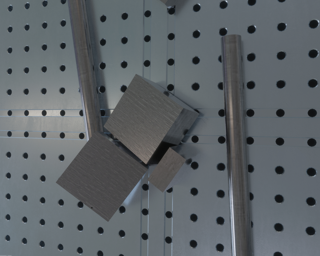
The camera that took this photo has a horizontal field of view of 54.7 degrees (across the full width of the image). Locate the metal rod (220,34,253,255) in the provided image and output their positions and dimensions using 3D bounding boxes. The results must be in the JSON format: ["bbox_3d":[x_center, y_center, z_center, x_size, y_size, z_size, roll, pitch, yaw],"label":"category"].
[{"bbox_3d":[0.094,0.038,0.379,0.025,0.025,0.298,-3,89,20],"label":"metal rod"}]

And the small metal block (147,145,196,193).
[{"bbox_3d":[0.016,0.050,0.394,0.025,0.050,0.050,37,102,16],"label":"small metal block"}]

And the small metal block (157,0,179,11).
[{"bbox_3d":[0.008,-0.194,0.410,0.050,0.025,0.050,42,103,15],"label":"small metal block"}]

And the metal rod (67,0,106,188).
[{"bbox_3d":[-0.105,-0.065,0.449,0.025,0.025,0.298,-10,87,20],"label":"metal rod"}]

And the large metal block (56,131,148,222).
[{"bbox_3d":[-0.071,0.060,0.405,0.080,0.050,0.080,37,87,1],"label":"large metal block"}]

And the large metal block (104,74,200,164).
[{"bbox_3d":[-0.011,-0.010,0.396,0.080,0.050,0.080,39,102,26],"label":"large metal block"}]
